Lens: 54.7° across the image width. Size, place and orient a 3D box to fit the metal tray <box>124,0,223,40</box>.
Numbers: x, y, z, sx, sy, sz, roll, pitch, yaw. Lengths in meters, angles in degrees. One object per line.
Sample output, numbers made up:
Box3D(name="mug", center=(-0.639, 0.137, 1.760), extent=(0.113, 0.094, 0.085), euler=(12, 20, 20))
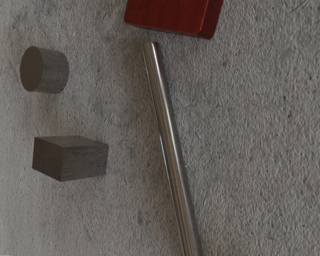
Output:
Box3D(name="metal tray", center=(0.017, -0.167, 0.388), extent=(0.130, 0.030, 0.089), euler=(23, 104, 37))

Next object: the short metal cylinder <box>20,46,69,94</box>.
Box3D(name="short metal cylinder", center=(-0.210, -0.104, 0.562), extent=(0.080, 0.050, 0.079), euler=(0, 90, 40))

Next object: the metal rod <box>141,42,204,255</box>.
Box3D(name="metal rod", center=(0.016, 0.035, 0.391), extent=(0.025, 0.025, 0.299), euler=(-18, 78, 38))

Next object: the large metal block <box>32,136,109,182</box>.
Box3D(name="large metal block", center=(-0.140, 0.044, 0.485), extent=(0.080, 0.081, 0.050), euler=(12, 98, 39))
